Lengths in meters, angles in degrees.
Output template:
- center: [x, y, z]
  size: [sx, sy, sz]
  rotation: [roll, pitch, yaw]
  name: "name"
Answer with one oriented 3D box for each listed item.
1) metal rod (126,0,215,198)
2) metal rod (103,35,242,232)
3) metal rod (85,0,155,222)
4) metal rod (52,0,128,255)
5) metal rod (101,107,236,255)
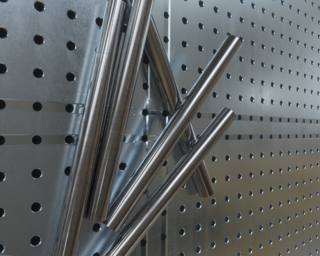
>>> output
- center: [0.020, -0.034, 0.427]
  size: [0.025, 0.025, 0.298]
  rotation: [-34, 111, -35]
  name: "metal rod"
- center: [0.023, -0.004, 0.401]
  size: [0.025, 0.025, 0.300]
  rotation: [44, 72, -32]
  name: "metal rod"
- center: [-0.042, -0.044, 0.357]
  size: [0.025, 0.025, 0.298]
  rotation: [15, 86, -40]
  name: "metal rod"
- center: [-0.077, -0.002, 0.346]
  size: [0.025, 0.025, 0.299]
  rotation: [17, 79, -39]
  name: "metal rod"
- center: [0.006, 0.083, 0.395]
  size: [0.301, 0.025, 0.025]
  rotation: [-48, 119, -22]
  name: "metal rod"
